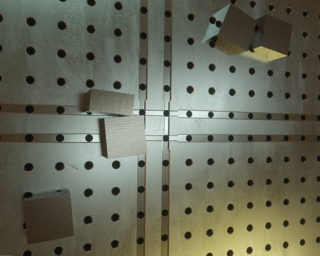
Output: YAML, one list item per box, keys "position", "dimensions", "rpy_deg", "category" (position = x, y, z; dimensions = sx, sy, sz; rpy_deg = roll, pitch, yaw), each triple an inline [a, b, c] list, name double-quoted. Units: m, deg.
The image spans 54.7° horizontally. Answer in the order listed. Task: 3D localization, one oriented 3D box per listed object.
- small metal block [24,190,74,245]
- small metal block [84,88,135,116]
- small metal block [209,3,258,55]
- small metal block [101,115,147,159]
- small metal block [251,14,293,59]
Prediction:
- position: [-0.130, 0.104, 0.365]
  dimensions: [0.050, 0.025, 0.050]
  rpy_deg: [-5, 92, -20]
  category: "small metal block"
- position: [-0.063, -0.029, 0.377]
  dimensions: [0.050, 0.050, 0.025]
  rpy_deg: [6, 88, -20]
  category: "small metal block"
- position: [0.108, -0.144, 0.454]
  dimensions: [0.050, 0.025, 0.050]
  rpy_deg: [25, 82, -19]
  category: "small metal block"
- position: [-0.046, 0.011, 0.396]
  dimensions: [0.050, 0.025, 0.050]
  rpy_deg: [-6, 92, -20]
  category: "small metal block"
- position: [0.173, -0.140, 0.478]
  dimensions: [0.050, 0.025, 0.050]
  rpy_deg: [13, 86, -20]
  category: "small metal block"
